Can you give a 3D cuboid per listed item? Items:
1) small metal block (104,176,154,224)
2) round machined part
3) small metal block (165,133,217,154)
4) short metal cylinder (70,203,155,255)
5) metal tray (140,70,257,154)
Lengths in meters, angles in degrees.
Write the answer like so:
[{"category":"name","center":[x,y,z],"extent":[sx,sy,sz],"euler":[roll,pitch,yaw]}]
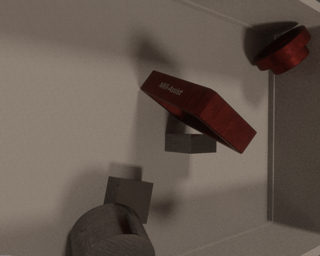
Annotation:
[{"category":"small metal block","center":[-0.039,0.088,0.376],"extent":[0.050,0.025,0.050],"euler":[16,80,-39]},{"category":"round machined part","center":[0.217,-0.130,0.540],"extent":[0.042,0.098,0.098],"euler":[50,59,-10]},{"category":"small metal block","center":[0.042,0.021,0.428],"extent":[0.050,0.050,0.025],"euler":[1,90,-40]},{"category":"short metal cylinder","center":[-0.051,0.128,0.328],"extent":[0.081,0.050,0.079],"euler":[-9,116,-19]},{"category":"metal tray","center":[0.042,-0.023,0.374],"extent":[0.090,0.130,0.030],"euler":[37,88,-34]}]
